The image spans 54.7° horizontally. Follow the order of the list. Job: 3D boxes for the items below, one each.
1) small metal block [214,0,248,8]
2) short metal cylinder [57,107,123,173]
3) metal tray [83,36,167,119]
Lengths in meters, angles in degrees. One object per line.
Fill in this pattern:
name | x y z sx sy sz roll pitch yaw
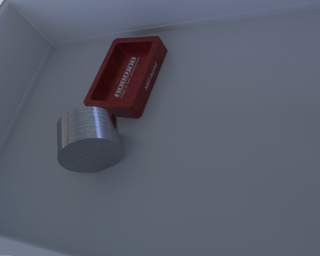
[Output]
small metal block | 0.112 -0.220 0.484 0.050 0.025 0.050 -1 61 27
short metal cylinder | -0.093 0.017 0.407 0.080 0.080 0.050 -25 53 13
metal tray | -0.052 -0.081 0.477 0.090 0.030 0.130 7 65 30
